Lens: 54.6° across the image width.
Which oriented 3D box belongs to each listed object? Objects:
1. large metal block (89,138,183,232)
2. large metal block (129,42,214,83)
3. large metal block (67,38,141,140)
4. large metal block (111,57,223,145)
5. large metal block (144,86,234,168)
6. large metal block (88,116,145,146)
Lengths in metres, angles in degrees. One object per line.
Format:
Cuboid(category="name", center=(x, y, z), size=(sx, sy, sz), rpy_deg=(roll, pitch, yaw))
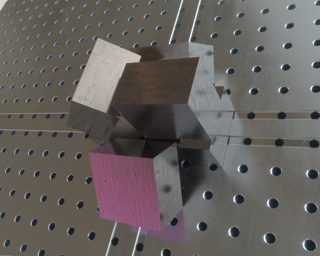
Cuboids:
Cuboid(category="large metal block", center=(-0.025, 0.059, 0.344), size=(0.080, 0.050, 0.080), rpy_deg=(2, 107, 29))
Cuboid(category="large metal block", center=(0.018, -0.080, 0.404), size=(0.080, 0.080, 0.050), rpy_deg=(2, 101, 29))
Cuboid(category="large metal block", center=(-0.067, -0.041, 0.359), size=(0.080, 0.050, 0.080), rpy_deg=(136, 152, -63))
Cuboid(category="large metal block", center=(0.011, -0.024, 0.319), size=(0.080, 0.080, 0.050), rpy_deg=(2, 63, 29))
Cuboid(category="large metal block", center=(0.037, -0.002, 0.374), size=(0.080, 0.050, 0.080), rpy_deg=(3, 63, 29))
Cuboid(category="large metal block", center=(-0.036, -0.006, 0.416), size=(0.080, 0.050, 0.080), rpy_deg=(7, 65, 31))
